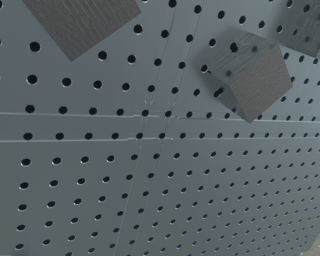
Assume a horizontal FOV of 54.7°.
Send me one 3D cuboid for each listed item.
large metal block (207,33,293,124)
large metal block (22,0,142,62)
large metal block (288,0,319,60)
[{"bbox_3d":[0.124,-0.067,0.424,0.080,0.050,0.080,-41,130,-1],"label":"large metal block"},{"bbox_3d":[-0.077,-0.121,0.279,0.080,0.050,0.080,-37,130,-4],"label":"large metal block"},{"bbox_3d":[0.248,-0.139,0.448,0.081,0.050,0.079,6,116,-31],"label":"large metal block"}]
